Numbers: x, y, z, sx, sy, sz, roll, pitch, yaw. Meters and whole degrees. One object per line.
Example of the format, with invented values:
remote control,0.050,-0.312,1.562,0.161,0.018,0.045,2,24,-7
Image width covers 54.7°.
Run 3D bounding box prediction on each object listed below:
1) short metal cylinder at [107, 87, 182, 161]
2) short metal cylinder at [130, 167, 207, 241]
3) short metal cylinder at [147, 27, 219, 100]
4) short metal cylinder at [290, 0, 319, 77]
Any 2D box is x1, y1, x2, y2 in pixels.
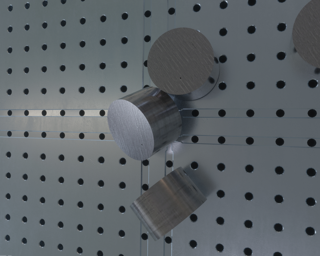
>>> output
short metal cylinder,-0.020,-0.006,0.387,0.080,0.050,0.079,24,128,35
short metal cylinder,0.010,0.092,0.380,0.080,0.080,0.050,-42,77,15
short metal cylinder,0.031,-0.077,0.386,0.080,0.050,0.080,-1,87,17
short metal cylinder,0.185,-0.098,0.334,0.080,0.050,0.079,0,90,20
